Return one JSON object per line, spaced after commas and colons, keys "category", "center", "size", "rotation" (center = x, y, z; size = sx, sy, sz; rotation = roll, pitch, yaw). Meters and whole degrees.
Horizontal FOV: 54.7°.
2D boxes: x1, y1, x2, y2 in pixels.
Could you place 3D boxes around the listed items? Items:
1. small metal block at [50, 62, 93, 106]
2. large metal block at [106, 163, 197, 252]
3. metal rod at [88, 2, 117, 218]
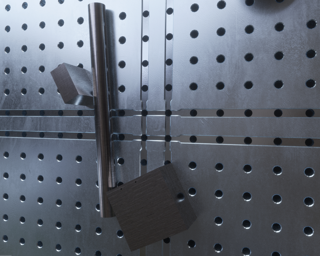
{"category": "small metal block", "center": [-0.120, -0.061, 0.440], "size": [0.025, 0.050, 0.050], "rotation": [-30, 81, 17]}
{"category": "large metal block", "center": [-0.010, 0.101, 0.402], "size": [0.080, 0.050, 0.080], "rotation": [-28, 81, 17]}
{"category": "metal rod", "center": [-0.081, -0.026, 0.439], "size": [0.025, 0.025, 0.298], "rotation": [-4, 89, 19]}
